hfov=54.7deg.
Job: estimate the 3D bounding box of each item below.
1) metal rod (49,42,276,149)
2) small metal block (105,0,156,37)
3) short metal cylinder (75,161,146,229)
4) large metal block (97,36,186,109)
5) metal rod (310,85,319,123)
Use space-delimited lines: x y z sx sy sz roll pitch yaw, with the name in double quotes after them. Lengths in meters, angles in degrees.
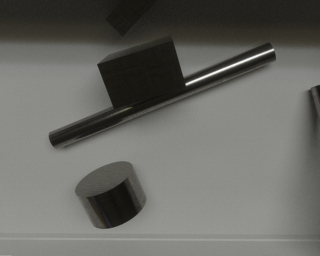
-0.003 -0.038 0.397 0.301 0.025 0.025 -22 109 7 "metal rod"
-0.031 -0.132 0.349 0.050 0.050 0.025 -42 105 14 "small metal block"
-0.065 0.087 0.413 0.080 0.080 0.050 -19 109 6 "short metal cylinder"
-0.018 -0.067 0.357 0.080 0.080 0.050 -16 110 5 "large metal block"
0.238 0.091 0.381 0.025 0.025 0.298 -13 84 4 "metal rod"
